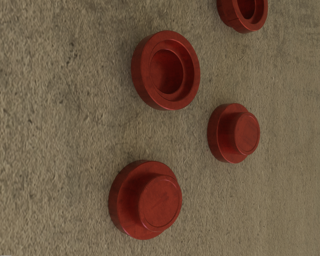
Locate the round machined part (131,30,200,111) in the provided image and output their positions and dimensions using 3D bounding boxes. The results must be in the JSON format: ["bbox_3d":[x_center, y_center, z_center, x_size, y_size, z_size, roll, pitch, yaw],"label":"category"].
[{"bbox_3d":[0.003,-0.071,0.396,0.099,0.042,0.097,0,90,-40],"label":"round machined part"}]

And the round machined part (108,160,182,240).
[{"bbox_3d":[-0.011,0.090,0.385,0.099,0.042,0.097,0,90,-40],"label":"round machined part"}]

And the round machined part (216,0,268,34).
[{"bbox_3d":[0.129,-0.202,0.501,0.099,0.042,0.097,0,90,-40],"label":"round machined part"}]

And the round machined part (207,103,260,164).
[{"bbox_3d":[0.124,0.008,0.497,0.099,0.042,0.097,0,90,-40],"label":"round machined part"}]
